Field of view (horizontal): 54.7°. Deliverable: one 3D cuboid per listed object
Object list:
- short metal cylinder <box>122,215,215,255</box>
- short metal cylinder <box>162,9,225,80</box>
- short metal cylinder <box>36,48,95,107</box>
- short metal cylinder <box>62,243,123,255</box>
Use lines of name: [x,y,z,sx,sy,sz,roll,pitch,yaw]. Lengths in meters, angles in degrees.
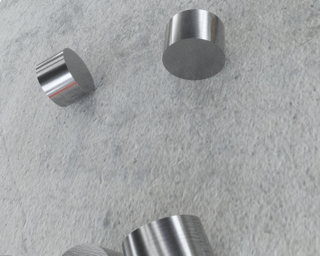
short metal cylinder: [0.009,0.123,0.287,0.080,0.080,0.050,-28,52,10]
short metal cylinder: [0.045,-0.108,0.410,0.080,0.080,0.050,-8,58,23]
short metal cylinder: [-0.148,-0.080,0.493,0.050,0.080,0.080,-26,53,12]
short metal cylinder: [-0.069,0.166,0.321,0.080,0.050,0.080,-13,56,20]
